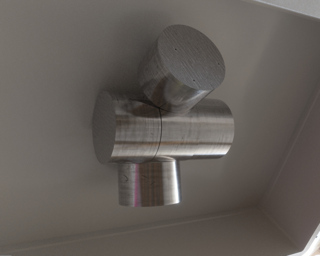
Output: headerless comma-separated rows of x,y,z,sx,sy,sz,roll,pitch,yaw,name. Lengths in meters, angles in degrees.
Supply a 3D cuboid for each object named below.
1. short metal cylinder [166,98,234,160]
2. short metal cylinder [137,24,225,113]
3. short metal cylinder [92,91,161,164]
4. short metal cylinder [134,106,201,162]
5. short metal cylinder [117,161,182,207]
0.049,0.001,0.398,0.050,0.080,0.079,1,118,-29,short metal cylinder
0.023,-0.063,0.335,0.081,0.080,0.050,2,155,-29,short metal cylinder
-0.040,0.000,0.349,0.050,0.080,0.079,1,118,-29,short metal cylinder
0.005,0.001,0.374,0.050,0.080,0.079,1,118,-29,short metal cylinder
-0.013,0.069,0.397,0.081,0.080,0.050,0,84,-29,short metal cylinder
